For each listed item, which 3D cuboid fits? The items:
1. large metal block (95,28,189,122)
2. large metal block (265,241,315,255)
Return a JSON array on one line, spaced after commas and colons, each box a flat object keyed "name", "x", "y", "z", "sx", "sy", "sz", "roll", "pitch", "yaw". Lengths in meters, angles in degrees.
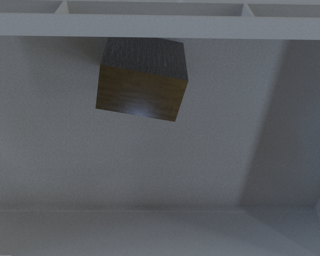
[{"name": "large metal block", "x": -0.019, "y": -0.057, "z": 0.324, "sx": 0.081, "sy": 0.080, "sz": 0.050, "roll": 9, "pitch": 130, "yaw": -8}, {"name": "large metal block", "x": 0.264, "y": 0.278, "z": 0.634, "sx": 0.080, "sy": 0.050, "sz": 0.080, "roll": -3, "pitch": 130, "yaw": 2}]
